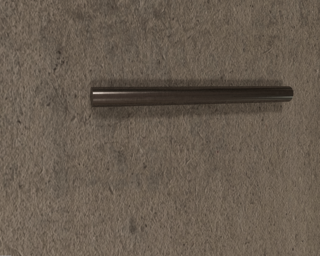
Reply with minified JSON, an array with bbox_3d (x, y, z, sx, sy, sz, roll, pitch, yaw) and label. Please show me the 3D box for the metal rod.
[{"bbox_3d":[0.058,-0.045,0.431,0.303,0.025,0.025,-3,91,-21],"label":"metal rod"}]
